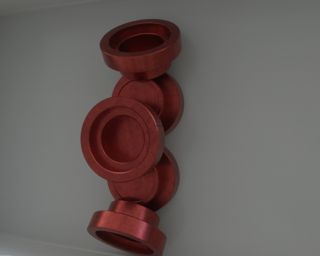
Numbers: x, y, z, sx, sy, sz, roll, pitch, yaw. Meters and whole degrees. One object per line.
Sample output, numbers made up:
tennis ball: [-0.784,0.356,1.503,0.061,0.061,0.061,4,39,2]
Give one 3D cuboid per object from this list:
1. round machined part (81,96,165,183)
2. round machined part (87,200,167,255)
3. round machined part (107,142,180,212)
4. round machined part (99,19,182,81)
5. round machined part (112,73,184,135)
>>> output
round machined part: [-0.040,0.013,0.367,0.098,0.042,0.097,0,90,19]
round machined part: [-0.038,0.126,0.393,0.098,0.098,0.042,7,55,19]
round machined part: [-0.027,0.065,0.408,0.098,0.042,0.097,0,90,19]
round machined part: [-0.022,-0.095,0.387,0.098,0.098,0.042,8,135,19]
round machined part: [-0.021,-0.033,0.406,0.098,0.042,0.097,0,90,19]
